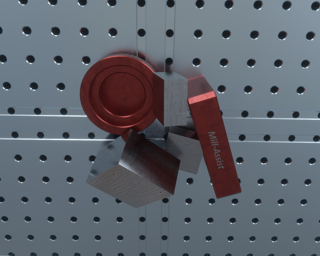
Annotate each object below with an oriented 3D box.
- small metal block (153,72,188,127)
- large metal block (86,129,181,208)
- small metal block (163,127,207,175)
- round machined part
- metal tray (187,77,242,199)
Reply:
[{"bbox_3d":[0.010,-0.034,0.344,0.025,0.050,0.050,-5,109,-14],"label":"small metal block"},{"bbox_3d":[-0.034,0.056,0.396,0.080,0.050,0.080,34,139,-23],"label":"large metal block"},{"bbox_3d":[0.033,0.030,0.419,0.050,0.025,0.050,15,114,5],"label":"small metal block"},{"bbox_3d":[-0.046,-0.044,0.387,0.099,0.042,0.097,0,110,-1],"label":"round machined part"},{"bbox_3d":[0.062,0.009,0.383,0.030,0.090,0.129,-17,110,6],"label":"metal tray"}]
